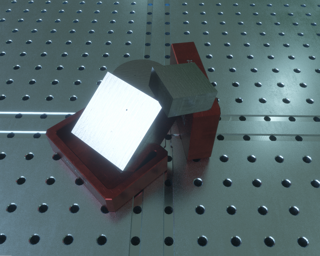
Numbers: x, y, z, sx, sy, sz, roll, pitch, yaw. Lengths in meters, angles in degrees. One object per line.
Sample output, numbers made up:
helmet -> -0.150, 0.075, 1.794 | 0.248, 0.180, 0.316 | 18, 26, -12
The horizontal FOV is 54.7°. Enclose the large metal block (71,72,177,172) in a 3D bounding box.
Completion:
large metal block -> -0.039, -0.005, 0.355 | 0.080, 0.050, 0.080 | 32, 92, 23

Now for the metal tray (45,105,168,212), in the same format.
metal tray -> -0.065, 0.026, 0.380 | 0.091, 0.030, 0.130 | -36, 59, -27

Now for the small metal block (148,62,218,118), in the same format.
small metal block -> 0.023, -0.041, 0.320 | 0.050, 0.025, 0.050 | -11, 51, -24

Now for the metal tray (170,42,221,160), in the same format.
metal tray -> 0.039, -0.036, 0.396 | 0.030, 0.089, 0.130 | -7, 51, -6

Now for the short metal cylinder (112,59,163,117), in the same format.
short metal cylinder -> -0.026, -0.051, 0.434 | 0.081, 0.050, 0.080 | 0, 50, 0
